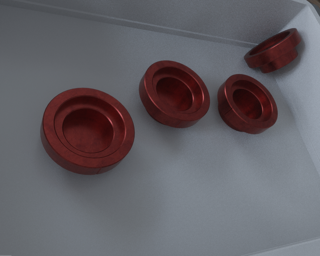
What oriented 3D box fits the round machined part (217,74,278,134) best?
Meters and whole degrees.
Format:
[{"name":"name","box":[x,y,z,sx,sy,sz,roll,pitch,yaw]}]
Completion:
[{"name":"round machined part","box":[0.131,-0.033,0.485,0.099,0.042,0.098,14,56,-21]}]

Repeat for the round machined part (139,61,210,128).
[{"name":"round machined part","box":[0.016,-0.042,0.429,0.099,0.042,0.098,14,56,-21]}]

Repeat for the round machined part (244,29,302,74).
[{"name":"round machined part","box":[0.205,-0.133,0.554,0.099,0.098,0.042,-44,107,-39]}]

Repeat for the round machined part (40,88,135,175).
[{"name":"round machined part","box":[-0.082,0.007,0.346,0.099,0.042,0.098,14,56,-21]}]
